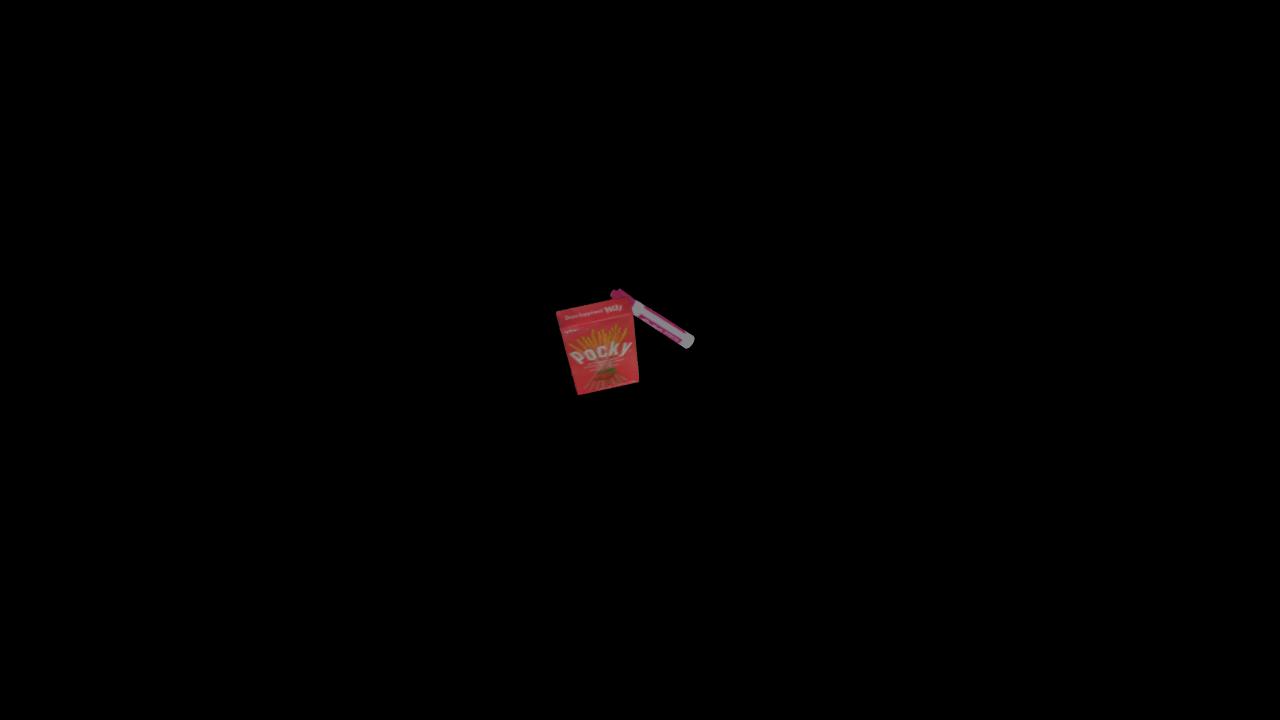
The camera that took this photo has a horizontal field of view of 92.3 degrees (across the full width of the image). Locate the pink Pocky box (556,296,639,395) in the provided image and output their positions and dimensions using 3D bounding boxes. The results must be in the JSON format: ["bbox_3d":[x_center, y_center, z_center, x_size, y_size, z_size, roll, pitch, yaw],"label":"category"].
[{"bbox_3d":[-0.047,-0.013,0.737,0.084,0.029,0.155,-13,-32,-5],"label":"pink Pocky box"}]

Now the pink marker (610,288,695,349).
[{"bbox_3d":[0.015,-0.050,0.745,0.121,0.020,0.020,31,-13,-23],"label":"pink marker"}]
